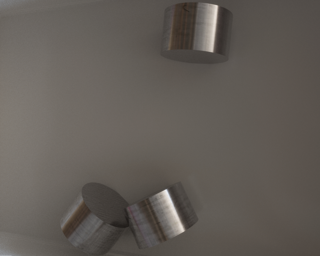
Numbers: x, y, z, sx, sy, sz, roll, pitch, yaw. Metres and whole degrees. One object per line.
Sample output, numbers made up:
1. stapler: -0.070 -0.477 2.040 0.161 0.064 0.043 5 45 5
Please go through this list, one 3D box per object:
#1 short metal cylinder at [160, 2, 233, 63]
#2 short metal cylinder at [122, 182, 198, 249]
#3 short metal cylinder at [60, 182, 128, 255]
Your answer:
1. short metal cylinder: 0.043 -0.109 0.366 0.080 0.080 0.050 6 92 20
2. short metal cylinder: 0.000 0.106 0.381 0.080 0.080 0.050 -28 81 18
3. short metal cylinder: -0.082 0.118 0.410 0.080 0.080 0.050 41 103 15
